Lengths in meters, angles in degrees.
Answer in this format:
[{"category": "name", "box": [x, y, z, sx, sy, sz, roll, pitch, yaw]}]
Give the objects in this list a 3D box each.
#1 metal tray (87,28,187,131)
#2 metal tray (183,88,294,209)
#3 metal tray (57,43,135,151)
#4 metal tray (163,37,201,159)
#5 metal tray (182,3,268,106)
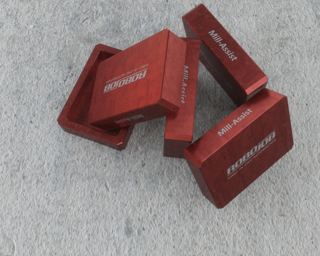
[{"category": "metal tray", "box": [-0.031, -0.052, 0.368, 0.130, 0.030, 0.090, -13, 63, 43]}, {"category": "metal tray", "box": [0.098, 0.025, 0.367, 0.131, 0.090, 0.030, -37, 39, -12]}, {"category": "metal tray", "box": [-0.068, -0.044, 0.422, 0.090, 0.030, 0.130, 19, 71, 6]}, {"category": "metal tray", "box": [0.026, -0.035, 0.388, 0.030, 0.090, 0.130, 6, 71, 2]}, {"category": "metal tray", "box": [0.083, -0.088, 0.406, 0.030, 0.090, 0.130, -36, 74, 3]}]
